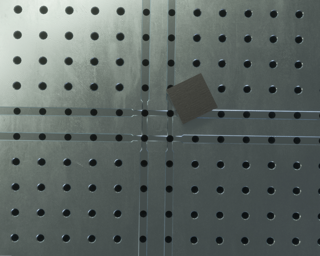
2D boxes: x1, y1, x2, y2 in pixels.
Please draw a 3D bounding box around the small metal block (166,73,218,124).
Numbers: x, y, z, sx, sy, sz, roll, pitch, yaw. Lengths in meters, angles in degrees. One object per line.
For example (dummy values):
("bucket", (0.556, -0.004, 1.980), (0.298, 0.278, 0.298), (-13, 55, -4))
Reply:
("small metal block", (0.042, -0.038, 0.414), (0.050, 0.025, 0.050), (-26, 90, 0))
